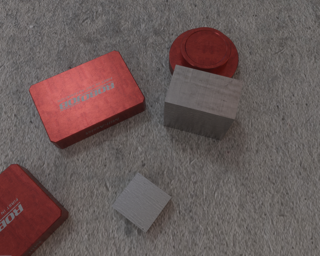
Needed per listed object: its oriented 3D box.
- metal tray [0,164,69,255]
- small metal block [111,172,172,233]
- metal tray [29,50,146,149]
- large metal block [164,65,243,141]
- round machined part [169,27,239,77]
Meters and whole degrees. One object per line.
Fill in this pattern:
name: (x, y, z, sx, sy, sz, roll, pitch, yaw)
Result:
metal tray: (-0.187, 0.118, 0.360, 0.090, 0.030, 0.130, 41, 75, 13)
small metal block: (-0.021, 0.091, 0.375, 0.050, 0.025, 0.050, 35, 73, 11)
metal tray: (-0.096, -0.040, 0.419, 0.131, 0.030, 0.090, -26, 72, -10)
large metal block: (0.051, -0.029, 0.390, 0.080, 0.080, 0.050, 15, 71, 5)
round machined part: (0.062, -0.102, 0.437, 0.099, 0.042, 0.098, 0, 70, -1)
